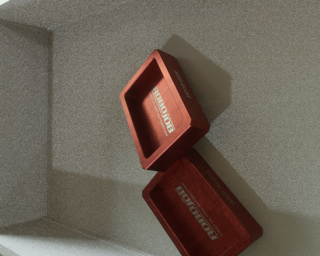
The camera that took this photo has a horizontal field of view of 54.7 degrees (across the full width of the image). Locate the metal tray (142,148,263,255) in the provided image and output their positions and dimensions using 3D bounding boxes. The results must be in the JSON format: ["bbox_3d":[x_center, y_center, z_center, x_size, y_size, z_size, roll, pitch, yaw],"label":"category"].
[{"bbox_3d":[0.043,0.099,0.367,0.130,0.030,0.090,51,120,27],"label":"metal tray"}]

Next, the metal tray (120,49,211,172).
[{"bbox_3d":[-0.001,-0.023,0.382,0.090,0.030,0.130,-47,47,30],"label":"metal tray"}]
